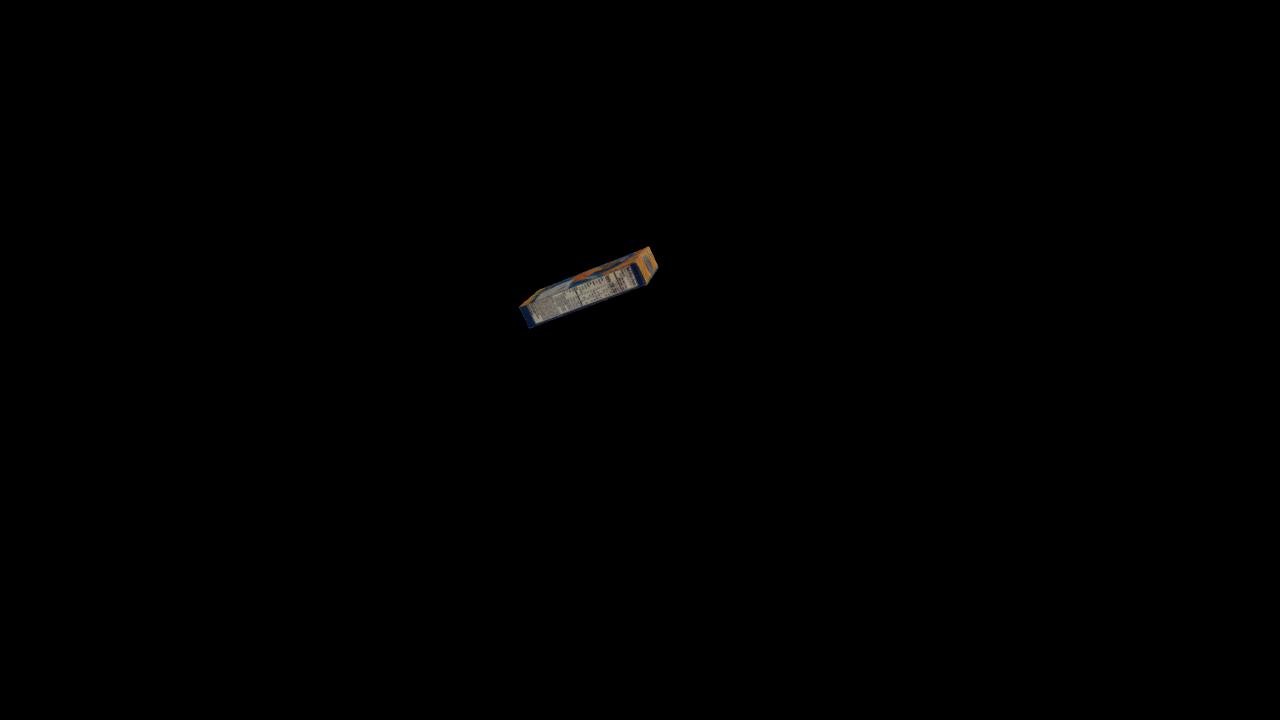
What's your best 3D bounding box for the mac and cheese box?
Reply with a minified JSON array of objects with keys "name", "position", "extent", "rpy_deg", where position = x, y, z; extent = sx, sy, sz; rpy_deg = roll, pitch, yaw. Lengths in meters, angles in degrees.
[{"name":"mac and cheese box","position":[-0.071,-0.102,0.862],"extent":[0.184,0.041,0.093],"rpy_deg":[-19,16,19]}]
